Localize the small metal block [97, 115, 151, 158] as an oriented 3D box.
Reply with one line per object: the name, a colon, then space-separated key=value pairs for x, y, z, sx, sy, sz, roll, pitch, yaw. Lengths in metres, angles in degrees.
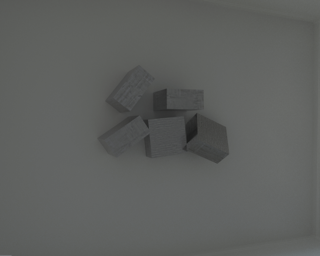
small metal block: x=-0.045 y=0.009 z=0.381 sx=0.050 sy=0.050 sz=0.025 roll=-36 pitch=102 yaw=-17

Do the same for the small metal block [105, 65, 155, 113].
small metal block: x=-0.038 y=-0.047 z=0.384 sx=0.025 sy=0.050 sz=0.050 roll=40 pitch=77 yaw=-16

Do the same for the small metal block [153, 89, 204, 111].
small metal block: x=0.023 y=-0.036 z=0.407 sx=0.050 sy=0.050 sz=0.025 roll=-1 pitch=91 yaw=-20

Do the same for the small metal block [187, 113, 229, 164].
small metal block: x=0.064 y=0.014 z=0.422 sx=0.050 sy=0.025 sz=0.050 roll=24 pitch=42 yaw=-19

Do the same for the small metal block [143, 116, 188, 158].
small metal block: x=0.006 y=0.011 z=0.414 sx=0.050 sy=0.025 sz=0.050 roll=-7 pitch=92 yaw=-20
